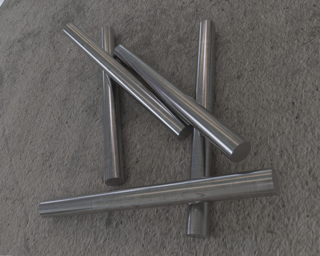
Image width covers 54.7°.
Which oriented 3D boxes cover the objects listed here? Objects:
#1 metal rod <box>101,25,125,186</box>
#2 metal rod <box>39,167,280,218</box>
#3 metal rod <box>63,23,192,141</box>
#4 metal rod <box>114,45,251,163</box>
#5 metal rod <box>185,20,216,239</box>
[{"bbox_3d":[-0.076,-0.054,0.476,0.025,0.025,0.299,-20,54,16],"label":"metal rod"},{"bbox_3d":[-0.025,0.078,0.346,0.300,0.025,0.025,-14,56,29],"label":"metal rod"},{"bbox_3d":[-0.062,-0.082,0.461,0.025,0.025,0.300,-45,59,-3],"label":"metal rod"},{"bbox_3d":[0.007,-0.052,0.408,0.025,0.025,0.300,-43,44,-1],"label":"metal rod"},{"bbox_3d":[0.054,-0.020,0.387,0.025,0.025,0.299,-7,58,24],"label":"metal rod"}]
